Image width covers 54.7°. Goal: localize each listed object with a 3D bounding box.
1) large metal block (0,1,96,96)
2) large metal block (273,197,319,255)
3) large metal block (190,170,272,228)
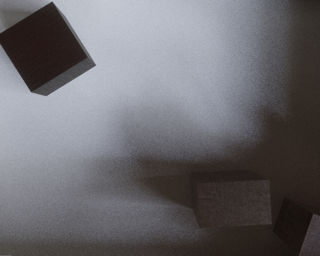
[{"bbox_3d":[-0.142,-0.098,0.398,0.080,0.050,0.080,-32,90,0],"label":"large metal block"},{"bbox_3d":[0.201,0.132,0.385,0.080,0.080,0.050,19,90,0],"label":"large metal block"},{"bbox_3d":[0.083,0.084,0.384,0.080,0.080,0.050,-3,90,0],"label":"large metal block"}]
